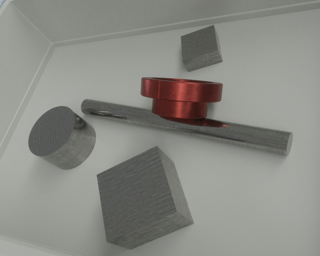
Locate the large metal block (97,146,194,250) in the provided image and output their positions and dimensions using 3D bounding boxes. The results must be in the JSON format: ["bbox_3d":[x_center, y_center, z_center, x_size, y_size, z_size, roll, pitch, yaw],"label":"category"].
[{"bbox_3d":[-0.018,0.079,0.349,0.080,0.050,0.080,-26,53,11],"label":"large metal block"}]

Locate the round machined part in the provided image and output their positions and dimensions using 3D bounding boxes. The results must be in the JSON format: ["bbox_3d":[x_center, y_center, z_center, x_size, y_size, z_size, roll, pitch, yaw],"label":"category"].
[{"bbox_3d":[0.025,-0.037,0.380,0.098,0.099,0.042,11,103,32],"label":"round machined part"}]

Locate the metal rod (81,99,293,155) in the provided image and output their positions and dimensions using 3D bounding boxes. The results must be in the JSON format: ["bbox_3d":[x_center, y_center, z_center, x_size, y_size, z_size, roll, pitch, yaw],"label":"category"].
[{"bbox_3d":[0.011,-0.008,0.403,0.300,0.025,0.025,11,67,32],"label":"metal rod"}]

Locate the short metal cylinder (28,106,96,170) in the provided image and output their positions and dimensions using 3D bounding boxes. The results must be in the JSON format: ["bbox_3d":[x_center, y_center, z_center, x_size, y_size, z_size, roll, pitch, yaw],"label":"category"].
[{"bbox_3d":[-0.142,0.015,0.453,0.080,0.050,0.080,-13,56,20],"label":"short metal cylinder"}]

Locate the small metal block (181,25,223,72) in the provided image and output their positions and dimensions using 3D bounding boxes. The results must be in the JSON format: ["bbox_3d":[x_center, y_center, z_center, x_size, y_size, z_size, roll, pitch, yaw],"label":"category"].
[{"bbox_3d":[0.059,-0.114,0.443,0.050,0.025,0.050,-14,56,20],"label":"small metal block"}]
